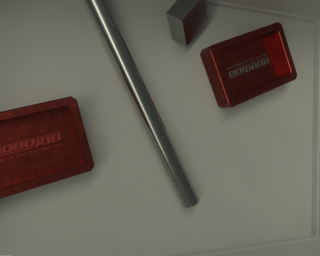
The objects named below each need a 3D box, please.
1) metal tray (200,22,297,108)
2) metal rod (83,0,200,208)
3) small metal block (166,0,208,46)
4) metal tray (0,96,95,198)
[{"bbox_3d":[0.134,-0.093,0.458,0.131,0.030,0.090,-23,98,-19],"label":"metal tray"},{"bbox_3d":[-0.020,-0.030,0.404,0.025,0.025,0.299,-29,100,-18],"label":"metal rod"},{"bbox_3d":[0.037,-0.147,0.410,0.025,0.050,0.050,33,76,23],"label":"small metal block"},{"bbox_3d":[-0.151,0.022,0.352,0.131,0.030,0.089,-16,96,-20],"label":"metal tray"}]
